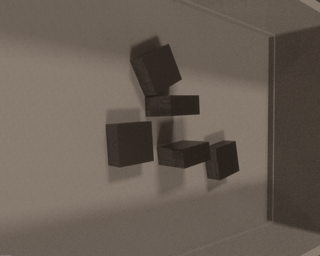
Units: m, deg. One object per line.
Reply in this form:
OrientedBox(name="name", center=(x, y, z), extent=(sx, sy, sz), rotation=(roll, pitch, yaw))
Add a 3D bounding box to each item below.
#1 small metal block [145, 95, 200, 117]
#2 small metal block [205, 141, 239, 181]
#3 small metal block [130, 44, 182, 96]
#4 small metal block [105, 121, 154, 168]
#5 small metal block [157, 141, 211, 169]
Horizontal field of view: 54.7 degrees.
OrientedBox(name="small metal block", center=(0.016, -0.029, 0.406), extent=(0.050, 0.050, 0.025), rotation=(-5, 94, -40))
OrientedBox(name="small metal block", center=(0.098, 0.050, 0.492), extent=(0.050, 0.025, 0.050), rotation=(-15, 100, -39))
OrientedBox(name="small metal block", center=(-0.004, -0.076, 0.405), extent=(0.050, 0.025, 0.050), rotation=(-36, 112, -35))
OrientedBox(name="small metal block", center=(-0.036, 0.018, 0.378), extent=(0.050, 0.025, 0.050), rotation=(-6, 94, -40))
OrientedBox(name="small metal block", center=(0.032, 0.034, 0.420), extent=(0.050, 0.050, 0.025), rotation=(-12, 98, -40))
